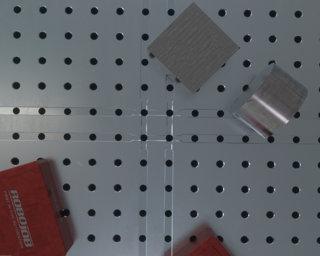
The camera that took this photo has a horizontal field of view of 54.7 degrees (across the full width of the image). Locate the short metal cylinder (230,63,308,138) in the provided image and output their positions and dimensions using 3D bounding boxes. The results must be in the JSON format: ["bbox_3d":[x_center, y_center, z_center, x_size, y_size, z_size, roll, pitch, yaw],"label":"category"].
[{"bbox_3d":[0.134,-0.034,0.387,0.050,0.080,0.080,38,90,0],"label":"short metal cylinder"}]

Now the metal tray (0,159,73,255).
[{"bbox_3d":[-0.180,0.116,0.409,0.090,0.030,0.129,-17,90,0],"label":"metal tray"}]

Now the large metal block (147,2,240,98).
[{"bbox_3d":[0.041,-0.097,0.401,0.080,0.050,0.080,45,90,0],"label":"large metal block"}]

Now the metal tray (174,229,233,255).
[{"bbox_3d":[0.074,0.214,0.411,0.090,0.030,0.130,-40,90,0],"label":"metal tray"}]
